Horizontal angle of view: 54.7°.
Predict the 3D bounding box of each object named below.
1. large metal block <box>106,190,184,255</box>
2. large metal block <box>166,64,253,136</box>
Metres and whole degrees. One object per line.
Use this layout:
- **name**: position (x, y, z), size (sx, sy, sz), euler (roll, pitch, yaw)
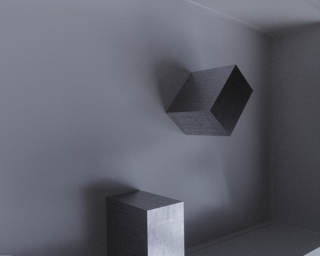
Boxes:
- **large metal block**: position (-0.019, 0.121, 0.355), size (0.050, 0.080, 0.079), euler (-2, 91, -40)
- **large metal block**: position (0.068, -0.036, 0.427), size (0.050, 0.080, 0.080), euler (47, 62, -30)
